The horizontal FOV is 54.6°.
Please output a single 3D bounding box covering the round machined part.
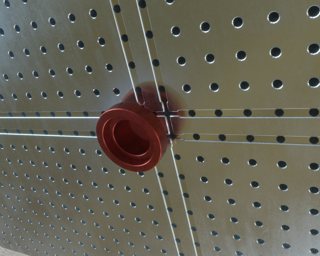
[{"bbox_3d":[-0.034,0.009,0.424,0.098,0.042,0.097,13,124,21],"label":"round machined part"}]
